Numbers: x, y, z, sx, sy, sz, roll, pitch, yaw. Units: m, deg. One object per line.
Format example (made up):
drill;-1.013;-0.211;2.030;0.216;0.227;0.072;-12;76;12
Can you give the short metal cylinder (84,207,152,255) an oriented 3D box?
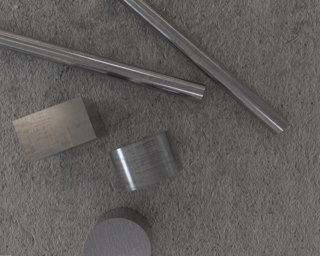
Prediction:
short metal cylinder;-0.051;0.148;0.397;0.081;0.050;0.080;0;90;0

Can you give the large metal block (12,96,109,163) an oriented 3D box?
large metal block;-0.116;0.002;0.382;0.080;0.080;0.050;-21;90;0

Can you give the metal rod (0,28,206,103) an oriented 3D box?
metal rod;-0.089;-0.085;0.409;0.302;0.025;0.025;15;90;0

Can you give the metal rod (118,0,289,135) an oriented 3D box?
metal rod;0.047;-0.097;0.410;0.300;0.025;0.025;40;90;0

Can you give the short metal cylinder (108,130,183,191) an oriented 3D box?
short metal cylinder;-0.017;0.039;0.382;0.080;0.080;0.050;-20;90;0
